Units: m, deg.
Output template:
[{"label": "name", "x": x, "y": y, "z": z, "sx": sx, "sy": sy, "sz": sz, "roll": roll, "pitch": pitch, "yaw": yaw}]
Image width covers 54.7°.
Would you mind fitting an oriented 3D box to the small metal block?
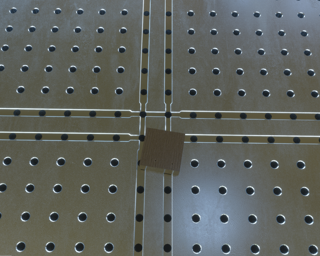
[{"label": "small metal block", "x": 0.003, "y": 0.031, "z": 0.401, "sx": 0.050, "sy": 0.025, "sz": 0.050, "roll": 9, "pitch": 70, "yaw": 3}]
